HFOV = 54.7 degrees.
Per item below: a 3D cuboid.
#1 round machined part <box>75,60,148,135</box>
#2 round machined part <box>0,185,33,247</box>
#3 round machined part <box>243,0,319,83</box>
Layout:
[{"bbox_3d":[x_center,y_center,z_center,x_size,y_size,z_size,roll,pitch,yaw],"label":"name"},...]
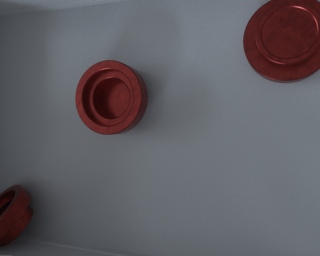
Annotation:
[{"bbox_3d":[-0.062,-0.040,0.423,0.098,0.042,0.097,0,90,20],"label":"round machined part"},{"bbox_3d":[-0.232,0.137,0.464,0.098,0.098,0.042,-30,117,17],"label":"round machined part"},{"bbox_3d":[0.145,-0.102,0.350,0.098,0.042,0.097,0,90,20],"label":"round machined part"}]
